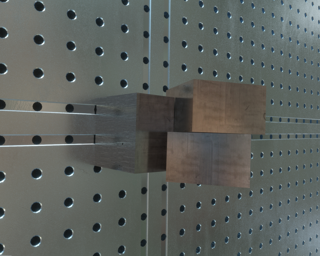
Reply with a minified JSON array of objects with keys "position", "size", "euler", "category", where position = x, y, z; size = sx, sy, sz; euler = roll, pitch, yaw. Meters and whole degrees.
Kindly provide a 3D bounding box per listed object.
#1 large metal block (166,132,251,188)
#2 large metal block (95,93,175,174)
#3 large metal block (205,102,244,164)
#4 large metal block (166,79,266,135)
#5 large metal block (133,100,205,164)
[{"position":[0.057,0.031,0.336],"size":[0.080,0.080,0.050],"euler":[8,84,-73],"category":"large metal block"},{"position":[-0.031,0.005,0.350],"size":[0.050,0.080,0.079],"euler":[2,89,-40],"category":"large metal block"},{"position":[0.071,0.008,0.435],"size":[0.050,0.080,0.080],"euler":[5,87,-40],"category":"large metal block"},{"position":[0.057,-0.019,0.340],"size":[0.081,0.080,0.050],"euler":[2,88,-18],"category":"large metal block"},{"position":[0.012,0.005,0.403],"size":[0.081,0.050,0.080],"euler":[3,88,-40],"category":"large metal block"}]
